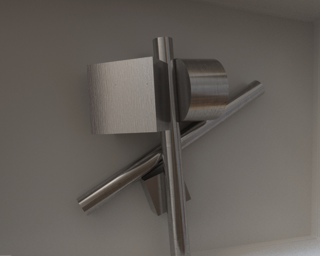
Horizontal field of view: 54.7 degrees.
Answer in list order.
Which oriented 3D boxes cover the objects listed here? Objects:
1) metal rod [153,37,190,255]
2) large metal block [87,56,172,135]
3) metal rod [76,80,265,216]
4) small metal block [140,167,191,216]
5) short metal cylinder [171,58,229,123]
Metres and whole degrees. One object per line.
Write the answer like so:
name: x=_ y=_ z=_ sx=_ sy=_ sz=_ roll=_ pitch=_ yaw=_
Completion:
metal rod: x=0.016 y=0.038 z=0.388 sx=0.025 sy=0.025 sz=0.298 roll=-5 pitch=91 yaw=-20
large metal block: x=-0.035 y=-0.035 z=0.363 sx=0.080 sy=0.050 sz=0.079 roll=-3 pitch=91 yaw=20
metal rod: x=0.027 y=0.018 z=0.419 sx=0.302 sy=0.025 sz=0.025 roll=-33 pitch=101 yaw=-17
small metal block: x=0.007 y=0.081 z=0.413 sx=0.050 sy=0.025 sz=0.050 roll=-23 pitch=98 yaw=-19
short metal cylinder: x=0.044 y=-0.048 z=0.396 sx=0.050 sy=0.080 sz=0.079 roll=-5 pitch=92 yaw=-22
